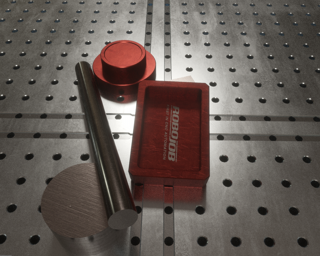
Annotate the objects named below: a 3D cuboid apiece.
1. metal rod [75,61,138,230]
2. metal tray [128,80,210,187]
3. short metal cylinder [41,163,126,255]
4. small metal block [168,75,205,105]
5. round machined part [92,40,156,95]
[{"bbox_3d":[-0.075,-0.009,0.370,0.025,0.025,0.300,-14,38,-12],"label":"metal rod"},{"bbox_3d":[0.014,0.004,0.382,0.091,0.030,0.130,3,63,2],"label":"metal tray"},{"bbox_3d":[-0.075,0.083,0.321,0.081,0.050,0.080,0,50,0],"label":"short metal cylinder"},{"bbox_3d":[0.030,-0.046,0.446,0.050,0.025,0.050,-15,52,-13],"label":"small metal block"},{"bbox_3d":[-0.055,-0.100,0.480,0.099,0.042,0.098,0,50,0],"label":"round machined part"}]
